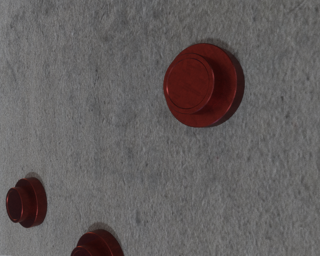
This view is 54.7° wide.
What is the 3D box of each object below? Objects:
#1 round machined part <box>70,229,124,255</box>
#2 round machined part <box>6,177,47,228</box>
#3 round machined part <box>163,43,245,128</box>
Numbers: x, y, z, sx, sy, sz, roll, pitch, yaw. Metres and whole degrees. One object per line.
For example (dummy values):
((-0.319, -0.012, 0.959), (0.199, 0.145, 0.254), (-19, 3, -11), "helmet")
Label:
((-0.101, 0.210, 0.475), (0.098, 0.042, 0.097), (0, 90, 39), "round machined part")
((-0.268, 0.149, 0.611), (0.098, 0.042, 0.097), (0, 90, 39), "round machined part")
((0.043, -0.049, 0.357), (0.098, 0.042, 0.097), (0, 90, 39), "round machined part")
